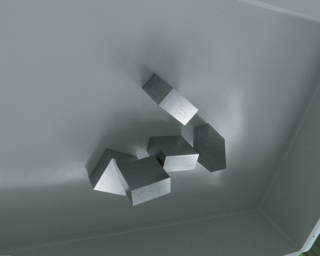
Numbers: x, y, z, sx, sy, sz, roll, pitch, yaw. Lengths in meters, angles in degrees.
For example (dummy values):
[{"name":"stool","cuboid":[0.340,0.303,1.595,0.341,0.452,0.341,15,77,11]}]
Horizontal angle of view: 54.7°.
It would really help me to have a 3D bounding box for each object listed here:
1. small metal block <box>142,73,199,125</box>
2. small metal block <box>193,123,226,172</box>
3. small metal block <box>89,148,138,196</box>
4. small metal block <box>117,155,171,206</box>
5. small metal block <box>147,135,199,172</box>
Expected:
[{"name":"small metal block","cuboid":[0.012,-0.036,0.379,0.025,0.050,0.050,-49,129,6]},{"name":"small metal block","cuboid":[0.072,0.029,0.449,0.025,0.050,0.050,-20,138,31]},{"name":"small metal block","cuboid":[-0.059,0.060,0.415,0.050,0.025,0.050,22,107,-37]},{"name":"small metal block","cuboid":[-0.021,0.065,0.391,0.050,0.050,0.025,-16,125,-21]},{"name":"small metal block","cuboid":[0.017,0.034,0.424,0.050,0.050,0.025,-1,119,-28]}]
